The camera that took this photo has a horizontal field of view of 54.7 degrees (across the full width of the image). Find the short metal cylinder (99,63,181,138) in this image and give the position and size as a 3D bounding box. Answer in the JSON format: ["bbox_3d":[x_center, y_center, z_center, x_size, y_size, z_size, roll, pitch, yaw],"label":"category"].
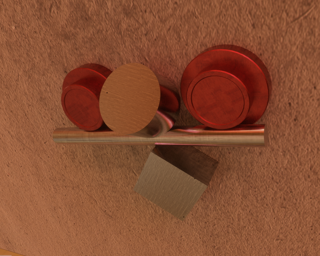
[{"bbox_3d":[-0.023,-0.030,0.362,0.080,0.050,0.080,-4,81,28],"label":"short metal cylinder"}]

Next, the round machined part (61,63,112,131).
[{"bbox_3d":[-0.095,-0.035,0.425,0.098,0.042,0.097,13,124,21],"label":"round machined part"}]

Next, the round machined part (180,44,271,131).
[{"bbox_3d":[0.068,-0.037,0.339,0.098,0.042,0.097,13,124,21],"label":"round machined part"}]

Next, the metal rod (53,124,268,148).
[{"bbox_3d":[-0.020,0.010,0.398,0.300,0.025,0.025,-1,118,28],"label":"metal rod"}]

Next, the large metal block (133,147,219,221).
[{"bbox_3d":[0.020,0.066,0.419,0.080,0.050,0.079,31,128,8],"label":"large metal block"}]
